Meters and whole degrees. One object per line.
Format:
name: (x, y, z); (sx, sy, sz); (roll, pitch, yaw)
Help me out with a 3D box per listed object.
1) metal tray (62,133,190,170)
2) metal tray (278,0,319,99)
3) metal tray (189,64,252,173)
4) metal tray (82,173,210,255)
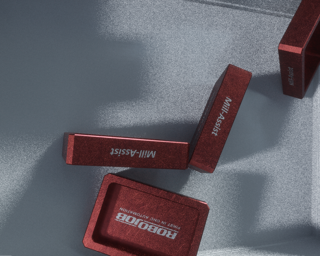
metal tray: (-0.043, 0.026, 0.361); (0.131, 0.090, 0.030); (5, 89, -20)
metal tray: (0.207, -0.111, 0.445); (0.090, 0.030, 0.130); (-60, 148, -10)
metal tray: (0.070, -0.007, 0.400); (0.030, 0.090, 0.130); (23, 82, 2)
metal tray: (-0.016, 0.115, 0.373); (0.131, 0.030, 0.090); (16, 82, 6)
